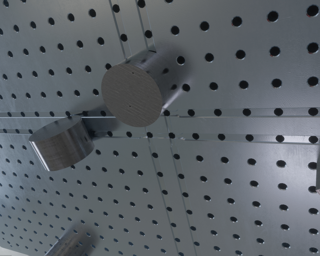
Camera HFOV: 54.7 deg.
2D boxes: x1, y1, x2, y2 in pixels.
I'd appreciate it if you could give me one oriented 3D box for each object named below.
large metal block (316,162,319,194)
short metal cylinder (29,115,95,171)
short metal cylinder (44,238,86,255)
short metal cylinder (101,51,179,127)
[{"bbox_3d":[0.222,0.064,0.317,0.080,0.050,0.080,49,129,-6],"label":"large metal block"},{"bbox_3d":[-0.146,0.021,0.466,0.080,0.080,0.050,-7,115,31],"label":"short metal cylinder"},{"bbox_3d":[-0.211,0.292,0.687,0.080,0.050,0.079,13,124,21],"label":"short metal cylinder"},{"bbox_3d":[-0.023,-0.048,0.378,0.080,0.050,0.079,13,124,21],"label":"short metal cylinder"}]
